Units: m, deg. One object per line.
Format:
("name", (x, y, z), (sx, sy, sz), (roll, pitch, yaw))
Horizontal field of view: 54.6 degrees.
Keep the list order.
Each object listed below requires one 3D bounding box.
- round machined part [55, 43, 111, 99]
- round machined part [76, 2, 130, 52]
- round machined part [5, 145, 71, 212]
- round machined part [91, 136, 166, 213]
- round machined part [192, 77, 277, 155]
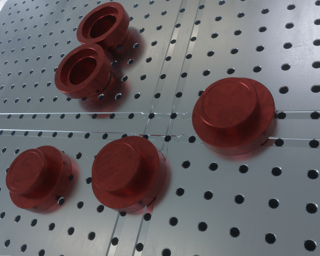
("round machined part", (-0.123, -0.090, 0.517), (0.098, 0.042, 0.098), (-13, 58, 22))
("round machined part", (-0.097, -0.175, 0.557), (0.098, 0.042, 0.098), (-13, 56, 21))
("round machined part", (-0.183, 0.069, 0.453), (0.098, 0.042, 0.098), (-13, 56, 21))
("round machined part", (-0.046, 0.053, 0.390), (0.098, 0.042, 0.098), (-13, 56, 21))
("round machined part", (0.084, -0.021, 0.367), (0.098, 0.042, 0.098), (-13, 56, 21))
